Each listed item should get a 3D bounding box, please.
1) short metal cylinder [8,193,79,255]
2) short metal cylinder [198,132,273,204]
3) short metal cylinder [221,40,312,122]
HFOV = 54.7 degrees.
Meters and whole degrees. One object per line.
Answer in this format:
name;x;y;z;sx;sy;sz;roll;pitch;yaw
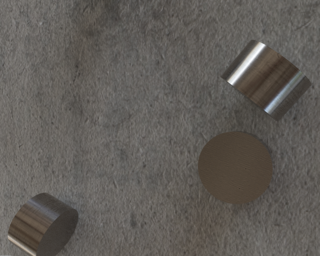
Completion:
short metal cylinder;-0.162;0.139;0.435;0.050;0.080;0.080;24;98;18
short metal cylinder;0.090;0.044;0.364;0.080;0.050;0.079;0;90;19
short metal cylinder;0.114;-0.051;0.339;0.080;0.080;0.050;42;103;15
